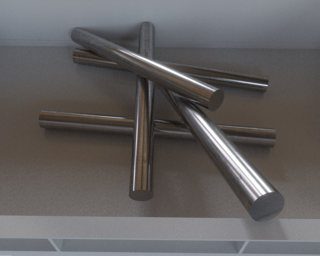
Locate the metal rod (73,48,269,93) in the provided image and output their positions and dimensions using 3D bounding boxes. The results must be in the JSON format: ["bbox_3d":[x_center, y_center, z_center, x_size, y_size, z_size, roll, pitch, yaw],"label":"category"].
[{"bbox_3d":[0.011,-0.091,0.481,0.301,0.025,0.025,10,51,8],"label":"metal rod"}]

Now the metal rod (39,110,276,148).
[{"bbox_3d":[-0.006,0.000,0.404,0.302,0.025,0.025,5,50,4],"label":"metal rod"}]

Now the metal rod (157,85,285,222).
[{"bbox_3d":[0.038,-0.010,0.338,0.025,0.025,0.300,-11,27,-9],"label":"metal rod"}]

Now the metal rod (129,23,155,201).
[{"bbox_3d":[-0.020,-0.046,0.409,0.025,0.025,0.300,0,50,0],"label":"metal rod"}]

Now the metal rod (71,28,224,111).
[{"bbox_3d":[-0.039,-0.091,0.419,0.025,0.025,0.300,-35,45,-25],"label":"metal rod"}]
